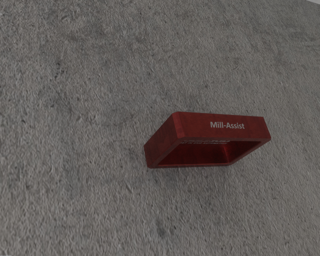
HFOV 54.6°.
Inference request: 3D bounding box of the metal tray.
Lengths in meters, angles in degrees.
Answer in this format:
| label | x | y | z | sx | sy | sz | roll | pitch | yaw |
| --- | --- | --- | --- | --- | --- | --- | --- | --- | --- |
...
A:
| label | x | y | z | sx | sy | sz | roll | pitch | yaw |
| --- | --- | --- | --- | --- | --- | --- | --- | --- | --- |
| metal tray | 0.057 | 0.018 | 0.380 | 0.131 | 0.090 | 0.030 | 2 | 61 | -27 |
